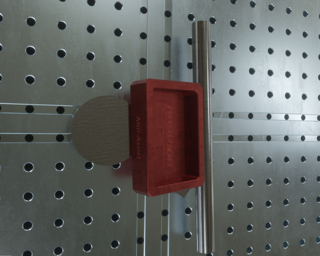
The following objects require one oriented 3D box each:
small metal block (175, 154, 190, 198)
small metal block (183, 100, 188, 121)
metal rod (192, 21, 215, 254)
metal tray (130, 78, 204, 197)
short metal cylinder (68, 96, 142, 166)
[{"bbox_3d":[0.024,0.059,0.422,0.050,0.025,0.050,41,77,-16],"label":"small metal block"},{"bbox_3d":[0.033,-0.029,0.426,0.050,0.025,0.050,-16,96,-20],"label":"small metal block"},{"bbox_3d":[0.057,0.012,0.408,0.025,0.025,0.298,-1,91,-20],"label":"metal rod"},{"bbox_3d":[0.011,0.010,0.373,0.091,0.030,0.129,-2,91,-40],"label":"metal tray"},{"bbox_3d":[-0.068,0.003,0.374,0.081,0.050,0.079,0,90,-21],"label":"short metal cylinder"}]
